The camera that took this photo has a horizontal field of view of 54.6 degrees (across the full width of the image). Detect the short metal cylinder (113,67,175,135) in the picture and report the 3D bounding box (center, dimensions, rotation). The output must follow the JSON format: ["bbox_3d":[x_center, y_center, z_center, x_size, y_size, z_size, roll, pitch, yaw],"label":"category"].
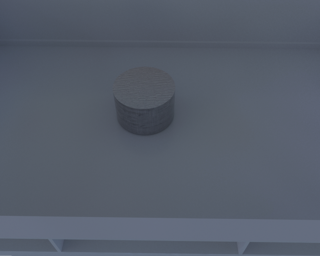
[{"bbox_3d":[-0.020,-0.037,0.418,0.080,0.050,0.080,0,50,0],"label":"short metal cylinder"}]
